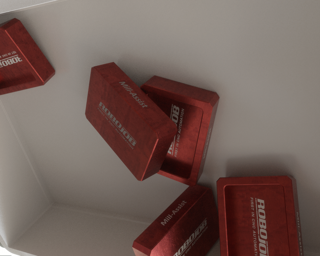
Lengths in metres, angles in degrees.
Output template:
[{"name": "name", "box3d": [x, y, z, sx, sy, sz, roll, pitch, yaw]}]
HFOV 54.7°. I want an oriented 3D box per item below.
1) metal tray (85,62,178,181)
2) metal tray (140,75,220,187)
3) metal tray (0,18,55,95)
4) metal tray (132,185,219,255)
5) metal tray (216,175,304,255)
[{"name": "metal tray", "box3d": [-0.043, -0.009, 0.387, 0.130, 0.030, 0.089, 46, 139, 24]}, {"name": "metal tray", "box3d": [0.018, 0.006, 0.399, 0.090, 0.030, 0.129, 18, 126, 17]}, {"name": "metal tray", "box3d": [-0.229, -0.098, 0.453, 0.130, 0.030, 0.090, -6, 129, 30]}, {"name": "metal tray", "box3d": [0.029, 0.147, 0.414, 0.030, 0.131, 0.089, 8, 123, 43]}, {"name": "metal tray", "box3d": [0.119, 0.124, 0.373, 0.090, 0.030, 0.129, -8, 78, 31]}]
